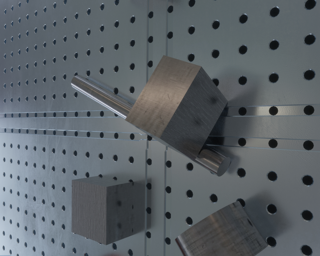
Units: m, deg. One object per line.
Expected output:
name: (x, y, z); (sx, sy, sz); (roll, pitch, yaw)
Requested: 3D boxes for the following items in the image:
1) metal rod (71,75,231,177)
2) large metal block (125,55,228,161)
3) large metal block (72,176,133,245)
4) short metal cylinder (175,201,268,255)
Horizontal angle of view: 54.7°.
metal rod: (-0.034, -0.017, 0.437); (0.300, 0.025, 0.025); (30, 109, 36)
large metal block: (0.021, -0.020, 0.340); (0.050, 0.080, 0.080); (26, 84, 37)
large metal block: (-0.088, 0.119, 0.466); (0.080, 0.050, 0.080); (1, 91, 40)
short metal cylinder: (0.063, 0.119, 0.322); (0.080, 0.081, 0.050); (-46, 63, 30)
